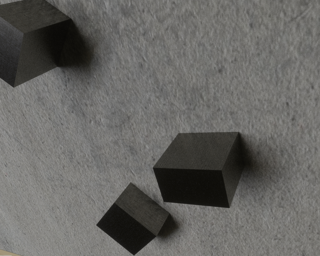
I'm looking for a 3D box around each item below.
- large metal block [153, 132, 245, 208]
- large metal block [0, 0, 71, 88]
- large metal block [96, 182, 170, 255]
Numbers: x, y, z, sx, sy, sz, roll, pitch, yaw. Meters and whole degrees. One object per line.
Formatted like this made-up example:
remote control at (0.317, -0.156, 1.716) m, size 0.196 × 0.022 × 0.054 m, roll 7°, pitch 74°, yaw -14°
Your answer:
large metal block at (0.050, 0.047, 0.373) m, size 0.080 × 0.080 × 0.050 m, roll -2°, pitch 118°, yaw 29°
large metal block at (-0.167, -0.109, 0.390) m, size 0.050 × 0.080 × 0.079 m, roll 36°, pitch 129°, yaw 4°
large metal block at (-0.045, 0.149, 0.505) m, size 0.080 × 0.050 × 0.080 m, roll 38°, pitch 129°, yaw 2°
